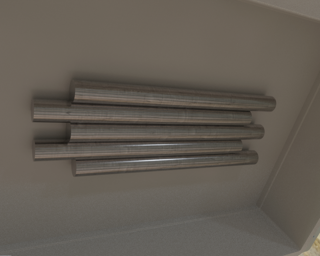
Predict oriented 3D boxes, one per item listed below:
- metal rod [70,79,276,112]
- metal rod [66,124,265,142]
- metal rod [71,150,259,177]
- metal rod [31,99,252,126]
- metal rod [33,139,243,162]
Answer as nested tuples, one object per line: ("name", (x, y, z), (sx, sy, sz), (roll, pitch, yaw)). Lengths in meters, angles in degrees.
("metal rod", (0.038, -0.038, 0.406), (0.303, 0.025, 0.025), (1, 118, -29))
("metal rod", (0.028, 0.005, 0.427), (0.303, 0.025, 0.025), (1, 118, -29))
("metal rod", (0.026, 0.049, 0.453), (0.303, 0.025, 0.025), (1, 118, -29))
("metal rod", (-0.001, -0.017, 0.397), (0.303, 0.025, 0.025), (1, 118, -29))
("metal rod", (-0.009, 0.026, 0.420), (0.303, 0.025, 0.025), (1, 118, -29))
